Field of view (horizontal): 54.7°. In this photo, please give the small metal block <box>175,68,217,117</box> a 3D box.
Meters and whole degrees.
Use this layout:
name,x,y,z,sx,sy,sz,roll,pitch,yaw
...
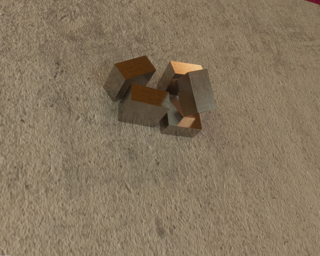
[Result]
name,x,y,z,sx,sy,sz,roll,pitch,yaw
small metal block,0.044,-0.043,0.393,0.025,0.050,0.050,-13,89,-16

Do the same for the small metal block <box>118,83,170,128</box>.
name,x,y,z,sx,sy,sz,roll,pitch,yaw
small metal block,-0.021,-0.027,0.392,0.050,0.050,0.025,11,57,-23

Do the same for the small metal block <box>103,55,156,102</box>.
name,x,y,z,sx,sy,sz,roll,pitch,yaw
small metal block,-0.040,-0.064,0.405,0.050,0.050,0.025,-26,76,-37

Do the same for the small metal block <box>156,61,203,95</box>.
name,x,y,z,sx,sy,sz,roll,pitch,yaw
small metal block,0.030,-0.065,0.441,0.050,0.050,0.025,2,51,-27

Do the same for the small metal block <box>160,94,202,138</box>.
name,x,y,z,sx,sy,sz,roll,pitch,yaw
small metal block,0.026,-0.017,0.428,0.050,0.025,0.050,8,58,-24
